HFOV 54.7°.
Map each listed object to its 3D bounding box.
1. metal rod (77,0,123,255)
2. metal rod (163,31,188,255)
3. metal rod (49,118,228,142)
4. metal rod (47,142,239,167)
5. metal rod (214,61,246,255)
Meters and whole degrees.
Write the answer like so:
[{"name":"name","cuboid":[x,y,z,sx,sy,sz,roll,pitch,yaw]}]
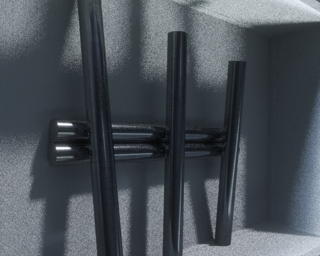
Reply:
[{"name":"metal rod","cuboid":[-0.064,-0.013,0.322,0.025,0.025,0.298,-1,83,-40]},{"name":"metal rod","cuboid":[0.019,0.030,0.391,0.025,0.025,0.298,2,89,-40]},{"name":"metal rod","cuboid":[0.007,0.007,0.413,0.302,0.025,0.025,2,89,-40]},{"name":"metal rod","cuboid":[0.006,0.031,0.412,0.302,0.025,0.025,2,89,-40]},{"name":"metal rod","cuboid":[0.104,0.052,0.466,0.025,0.025,0.298,-5,102,-40]}]
